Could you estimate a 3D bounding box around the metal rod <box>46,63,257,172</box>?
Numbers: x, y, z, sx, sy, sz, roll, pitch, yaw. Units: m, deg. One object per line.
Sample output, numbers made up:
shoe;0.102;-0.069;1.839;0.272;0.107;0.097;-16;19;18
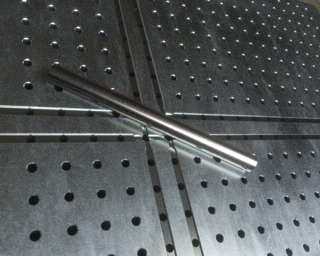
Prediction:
metal rod;0.000;-0.008;0.415;0.302;0.025;0.025;24;53;-14
